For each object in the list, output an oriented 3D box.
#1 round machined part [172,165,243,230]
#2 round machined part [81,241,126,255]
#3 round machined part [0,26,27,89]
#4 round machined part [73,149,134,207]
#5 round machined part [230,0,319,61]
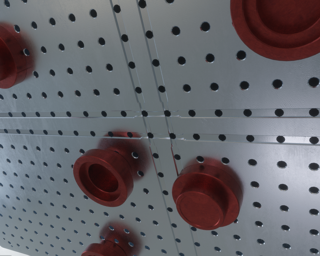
[{"bbox_3d":[0.061,0.103,0.432,0.098,0.042,0.097,13,124,21],"label":"round machined part"},{"bbox_3d":[-0.105,0.266,0.621,0.098,0.042,0.097,13,124,21],"label":"round machined part"},{"bbox_3d":[-0.258,-0.105,0.473,0.098,0.042,0.097,13,124,21],"label":"round machined part"},{"bbox_3d":[-0.084,0.074,0.491,0.098,0.042,0.097,13,124,21],"label":"round machined part"},{"bbox_3d":[0.115,-0.112,0.270,0.098,0.042,0.097,13,124,21],"label":"round machined part"}]
